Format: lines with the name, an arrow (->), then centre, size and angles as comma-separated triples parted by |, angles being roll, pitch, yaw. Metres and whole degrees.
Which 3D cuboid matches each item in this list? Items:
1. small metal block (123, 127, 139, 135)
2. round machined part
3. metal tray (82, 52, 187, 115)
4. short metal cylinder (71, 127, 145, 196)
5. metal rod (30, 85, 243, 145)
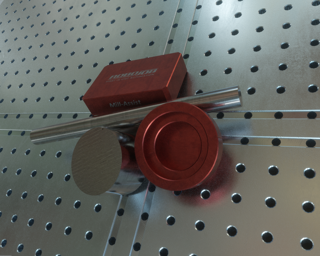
small metal block -> -0.037, 0.012, 0.430 | 0.050, 0.025, 0.050 | 20, 72, 35
round machined part -> 0.024, 0.021, 0.356 | 0.098, 0.042, 0.097 | -3, 82, 24
metal tray -> -0.035, -0.063, 0.442 | 0.130, 0.030, 0.090 | -4, 41, 25
short metal cylinder -> -0.062, 0.042, 0.382 | 0.080, 0.050, 0.080 | -7, 76, 32
metal rod -> -0.047, -0.011, 0.405 | 0.301, 0.025, 0.025 | -10, 58, 22
